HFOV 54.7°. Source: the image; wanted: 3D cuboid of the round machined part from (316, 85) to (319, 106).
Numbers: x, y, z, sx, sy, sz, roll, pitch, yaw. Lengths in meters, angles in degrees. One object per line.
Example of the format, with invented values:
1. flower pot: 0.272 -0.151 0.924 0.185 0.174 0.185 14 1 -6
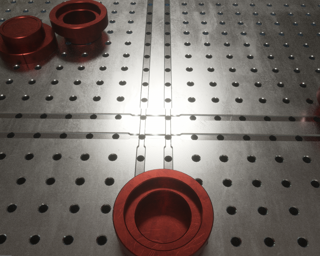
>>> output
1. round machined part: 0.268 -0.034 0.429 0.099 0.042 0.098 0 50 0

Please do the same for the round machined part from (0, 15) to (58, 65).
1. round machined part: -0.228 -0.154 0.523 0.099 0.042 0.098 0 50 0

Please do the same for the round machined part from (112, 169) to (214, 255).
1. round machined part: 0.003 0.094 0.318 0.099 0.042 0.098 0 50 0

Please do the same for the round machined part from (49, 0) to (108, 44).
1. round machined part: -0.141 -0.186 0.550 0.099 0.042 0.098 1 49 -1
